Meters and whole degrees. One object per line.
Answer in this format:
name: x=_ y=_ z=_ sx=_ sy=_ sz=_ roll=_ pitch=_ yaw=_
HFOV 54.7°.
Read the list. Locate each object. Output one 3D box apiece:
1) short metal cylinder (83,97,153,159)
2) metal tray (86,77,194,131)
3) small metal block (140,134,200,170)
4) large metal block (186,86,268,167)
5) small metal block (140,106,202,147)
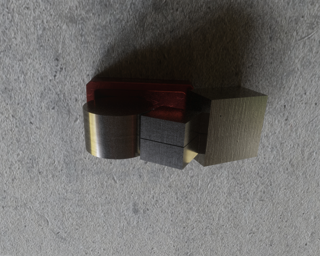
short metal cylinder: x=-0.048 y=-0.003 z=0.366 sx=0.081 sy=0.080 sz=0.050 roll=1 pitch=110 yaw=-1
metal tray: x=-0.025 y=-0.017 z=0.401 sx=0.131 sy=0.030 sz=0.089 roll=2 pitch=110 yaw=-1
small metal block: x=0.012 y=0.021 z=0.349 sx=0.050 sy=0.050 sz=0.025 roll=11 pitch=111 yaw=23
large metal block: x=0.078 y=-0.005 z=0.381 sx=0.081 sy=0.050 sz=0.079 roll=-7 pitch=113 yaw=-26
small metal block: x=0.013 y=-0.004 z=0.341 sx=0.050 sy=0.050 sz=0.025 roll=11 pitch=111 yaw=23
